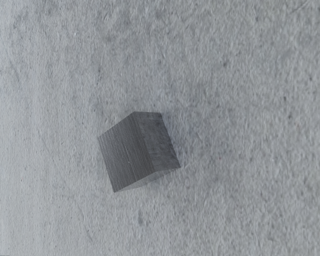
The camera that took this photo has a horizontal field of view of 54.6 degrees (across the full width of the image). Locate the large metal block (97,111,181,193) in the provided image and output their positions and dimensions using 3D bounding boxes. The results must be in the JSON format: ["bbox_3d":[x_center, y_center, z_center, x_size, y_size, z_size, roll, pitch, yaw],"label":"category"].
[{"bbox_3d":[-0.030,0.032,0.415,0.080,0.050,0.080,-32,70,35],"label":"large metal block"}]
